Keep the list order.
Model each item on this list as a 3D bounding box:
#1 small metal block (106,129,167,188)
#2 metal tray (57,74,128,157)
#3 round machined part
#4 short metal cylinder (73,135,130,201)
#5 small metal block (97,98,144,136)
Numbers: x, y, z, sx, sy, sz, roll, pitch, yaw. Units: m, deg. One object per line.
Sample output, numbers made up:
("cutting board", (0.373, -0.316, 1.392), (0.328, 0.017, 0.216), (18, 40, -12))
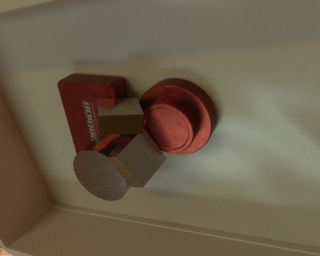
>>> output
("small metal block", (-0.027, 0.036, 0.376), (0.025, 0.050, 0.050), (-12, 121, 53))
("metal tray", (-0.086, -0.009, 0.439), (0.090, 0.030, 0.129), (7, 122, 24))
("round machined part", (0.016, -0.008, 0.381), (0.098, 0.042, 0.097), (13, 124, 20))
("short metal cylinder", (-0.068, 0.050, 0.417), (0.080, 0.050, 0.079), (13, 124, 20))
("small metal block", (-0.049, -0.015, 0.372), (0.050, 0.050, 0.025), (-3, 118, -13))
